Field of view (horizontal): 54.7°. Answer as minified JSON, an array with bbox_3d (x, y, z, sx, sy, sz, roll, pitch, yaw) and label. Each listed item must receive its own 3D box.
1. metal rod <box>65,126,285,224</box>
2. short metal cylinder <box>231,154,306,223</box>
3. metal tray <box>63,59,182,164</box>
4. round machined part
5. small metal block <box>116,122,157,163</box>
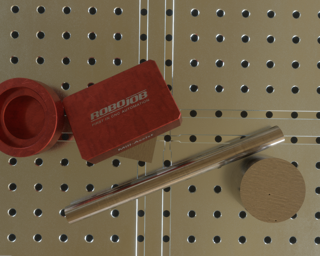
[{"bbox_3d":[0.020,0.062,0.413,0.301,0.025,0.025,-21,90,-1],"label":"metal rod"},{"bbox_3d":[0.138,0.076,0.403,0.081,0.050,0.079,0,90,-1],"label":"short metal cylinder"},{"bbox_3d":[-0.048,-0.021,0.397,0.131,0.030,0.090,-24,72,-1],"label":"metal tray"},{"bbox_3d":[-0.169,-0.013,0.398,0.099,0.042,0.097,0,92,8],"label":"round machined part"},{"bbox_3d":[-0.030,0.016,0.413,0.050,0.025,0.050,12,90,-1],"label":"small metal block"}]
